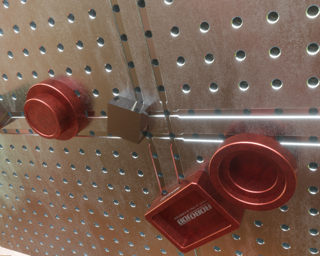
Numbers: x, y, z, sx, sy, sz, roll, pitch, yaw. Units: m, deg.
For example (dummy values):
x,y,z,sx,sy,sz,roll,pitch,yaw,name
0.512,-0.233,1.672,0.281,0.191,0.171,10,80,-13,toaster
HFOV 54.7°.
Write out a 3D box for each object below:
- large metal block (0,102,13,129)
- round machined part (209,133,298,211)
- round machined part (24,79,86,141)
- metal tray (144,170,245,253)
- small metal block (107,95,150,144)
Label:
x,y,z,sx,sy,sz,roll,pitch,yaw,name
-0.325,-0.005,0.544,0.080,0.080,0.050,-15,111,34,large metal block
0.112,0.048,0.371,0.098,0.042,0.097,13,124,21,round machined part
-0.167,-0.022,0.475,0.098,0.042,0.097,13,124,21,round machined part
0.047,0.129,0.462,0.090,0.030,0.129,44,129,-3,metal tray
-0.044,-0.011,0.428,0.050,0.025,0.050,19,126,17,small metal block
